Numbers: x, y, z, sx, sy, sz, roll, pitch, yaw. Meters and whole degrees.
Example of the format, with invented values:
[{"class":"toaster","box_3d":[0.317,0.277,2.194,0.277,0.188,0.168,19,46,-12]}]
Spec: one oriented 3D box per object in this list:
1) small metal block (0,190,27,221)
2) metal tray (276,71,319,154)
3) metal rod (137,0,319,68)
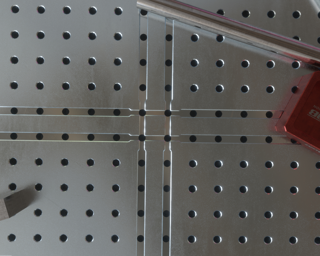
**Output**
[{"class":"small metal block","box_3d":[-0.210,0.104,0.398,0.050,0.050,0.025,-16,90,0]},{"class":"metal tray","box_3d":[0.236,-0.006,0.413,0.130,0.030,0.090,28,90,-1]},{"class":"metal rod","box_3d":[0.116,-0.126,0.414,0.302,0.025,0.025,18,90,-1]}]
